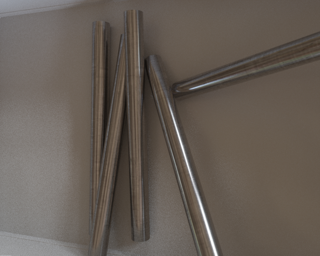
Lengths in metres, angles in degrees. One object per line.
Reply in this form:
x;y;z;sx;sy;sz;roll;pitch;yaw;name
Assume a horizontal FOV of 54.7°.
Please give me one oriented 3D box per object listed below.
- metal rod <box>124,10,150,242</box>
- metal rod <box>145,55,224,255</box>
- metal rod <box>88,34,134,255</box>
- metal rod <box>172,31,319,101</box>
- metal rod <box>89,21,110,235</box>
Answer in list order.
-0.030;0.000;0.409;0.025;0.025;0.298;0;94;20;metal rod
0.027;0.041;0.354;0.025;0.025;0.299;-24;64;18;metal rod
-0.063;0.022;0.420;0.025;0.025;0.298;8;88;20;metal rod
0.127;-0.071;0.298;0.299;0.025;0.025;-12;86;45;metal rod
-0.086;0.001;0.440;0.025;0.025;0.298;1;90;20;metal rod
